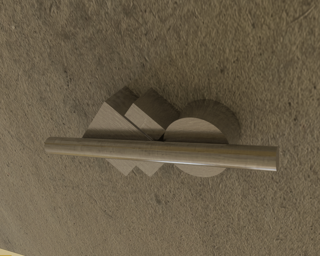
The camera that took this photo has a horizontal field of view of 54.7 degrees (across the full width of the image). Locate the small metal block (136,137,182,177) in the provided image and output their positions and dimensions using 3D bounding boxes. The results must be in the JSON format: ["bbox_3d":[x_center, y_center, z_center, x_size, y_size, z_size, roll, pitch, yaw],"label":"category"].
[{"bbox_3d":[0.000,0.030,0.412,0.025,0.050,0.050,41,129,0],"label":"small metal block"}]

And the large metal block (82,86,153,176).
[{"bbox_3d":[-0.046,0.005,0.418,0.080,0.050,0.080,41,129,0],"label":"large metal block"}]

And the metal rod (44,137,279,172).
[{"bbox_3d":[-0.020,0.027,0.368,0.300,0.025,0.025,1,119,27],"label":"metal rod"}]

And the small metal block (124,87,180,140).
[{"bbox_3d":[-0.008,-0.018,0.386,0.050,0.050,0.025,40,129,0],"label":"small metal block"}]

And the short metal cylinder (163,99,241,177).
[{"bbox_3d":[0.051,0.012,0.371,0.080,0.050,0.079,13,124,21],"label":"short metal cylinder"}]
